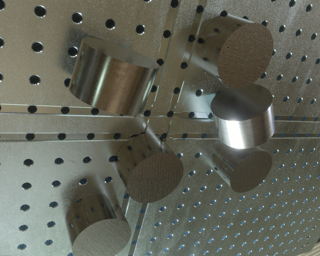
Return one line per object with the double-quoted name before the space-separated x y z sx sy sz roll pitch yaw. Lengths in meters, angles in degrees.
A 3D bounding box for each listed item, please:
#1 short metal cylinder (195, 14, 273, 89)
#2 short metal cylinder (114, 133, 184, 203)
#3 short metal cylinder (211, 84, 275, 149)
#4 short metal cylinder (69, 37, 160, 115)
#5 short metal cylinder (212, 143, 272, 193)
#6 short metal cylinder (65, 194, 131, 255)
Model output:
"short metal cylinder" 0.092 -0.096 0.386 0.081 0.050 0.079 -14 124 -21
"short metal cylinder" -0.015 0.054 0.420 0.081 0.050 0.079 -14 124 -21
"short metal cylinder" 0.115 -0.018 0.427 0.080 0.080 0.050 -30 128 -10
"short metal cylinder" -0.047 -0.054 0.317 0.081 0.080 0.050 9 114 -32
"short metal cylinder" 0.133 0.058 0.503 0.081 0.050 0.079 -14 124 -21
"short metal cylinder" -0.087 0.140 0.434 0.081 0.050 0.079 -14 124 -21
